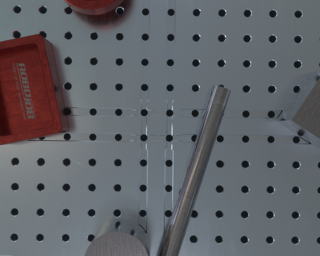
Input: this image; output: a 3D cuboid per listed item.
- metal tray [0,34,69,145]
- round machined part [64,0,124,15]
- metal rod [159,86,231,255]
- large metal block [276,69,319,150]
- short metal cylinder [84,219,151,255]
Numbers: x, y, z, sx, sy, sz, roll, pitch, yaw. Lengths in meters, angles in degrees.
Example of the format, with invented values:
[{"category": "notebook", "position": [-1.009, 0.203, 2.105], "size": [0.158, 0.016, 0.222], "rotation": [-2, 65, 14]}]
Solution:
[{"category": "metal tray", "position": [-0.181, -0.049, 0.409], "size": [0.091, 0.030, 0.129], "rotation": [-12, 90, 0]}, {"category": "round machined part", "position": [-0.086, -0.196, 0.404], "size": [0.099, 0.042, 0.097], "rotation": [0, 90, 0]}, {"category": "metal rod", "position": [0.037, 0.089, 0.413], "size": [0.025, 0.025, 0.298], "rotation": [18, 90, 0]}, {"category": "large metal block", "position": [0.216, -0.021, 0.403], "size": [0.080, 0.050, 0.080], "rotation": [34, 90, 0]}, {"category": "short metal cylinder", "position": [-0.053, 0.165, 0.400], "size": [0.081, 0.050, 0.079], "rotation": [0, 90, 0]}]
